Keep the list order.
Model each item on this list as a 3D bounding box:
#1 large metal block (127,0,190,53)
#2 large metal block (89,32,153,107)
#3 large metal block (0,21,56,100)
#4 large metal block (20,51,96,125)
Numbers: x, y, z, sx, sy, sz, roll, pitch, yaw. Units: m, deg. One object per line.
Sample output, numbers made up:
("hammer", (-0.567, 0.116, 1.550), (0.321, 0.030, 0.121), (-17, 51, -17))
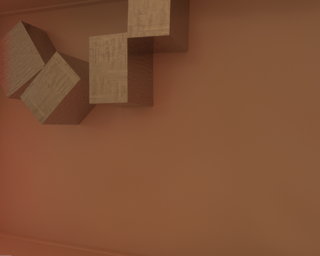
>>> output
("large metal block", (0.001, -0.141, 0.381), (0.050, 0.080, 0.080), (2, 91, 20))
("large metal block", (-0.047, -0.069, 0.398), (0.050, 0.080, 0.080), (0, 90, 20))
("large metal block", (-0.201, -0.098, 0.468), (0.080, 0.050, 0.080), (-34, 79, 17))
("large metal block", (-0.125, -0.050, 0.425), (0.080, 0.080, 0.050), (-46, 76, 14))
